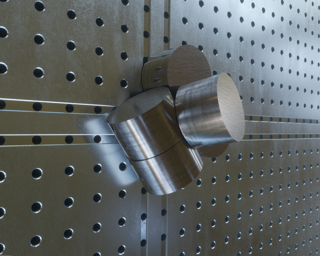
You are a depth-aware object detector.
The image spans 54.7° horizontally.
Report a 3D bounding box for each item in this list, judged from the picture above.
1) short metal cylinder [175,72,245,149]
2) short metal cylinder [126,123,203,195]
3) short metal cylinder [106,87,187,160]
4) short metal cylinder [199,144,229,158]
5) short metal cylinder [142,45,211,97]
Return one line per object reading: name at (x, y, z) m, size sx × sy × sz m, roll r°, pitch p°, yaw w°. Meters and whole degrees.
short metal cylinder at (0.060, -0.019, 0.362) m, size 0.080 × 0.050 × 0.080 m, roll 28°, pitch 55°, yaw -51°
short metal cylinder at (0.006, 0.036, 0.380) m, size 0.080 × 0.080 × 0.050 m, roll -41°, pitch 116°, yaw -32°
short metal cylinder at (-0.015, -0.006, 0.363) m, size 0.080 × 0.080 × 0.050 m, roll -41°, pitch 116°, yaw -32°
short metal cylinder at (0.057, 0.001, 0.442) m, size 0.081 × 0.050 × 0.079 m, roll 0°, pitch 90°, yaw -40°
short metal cylinder at (0.023, -0.066, 0.413) m, size 0.081 × 0.050 × 0.079 m, roll 0°, pitch 90°, yaw -40°
